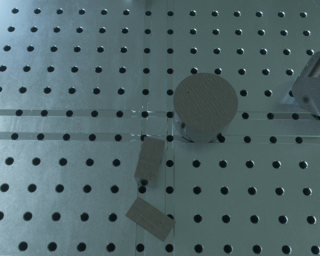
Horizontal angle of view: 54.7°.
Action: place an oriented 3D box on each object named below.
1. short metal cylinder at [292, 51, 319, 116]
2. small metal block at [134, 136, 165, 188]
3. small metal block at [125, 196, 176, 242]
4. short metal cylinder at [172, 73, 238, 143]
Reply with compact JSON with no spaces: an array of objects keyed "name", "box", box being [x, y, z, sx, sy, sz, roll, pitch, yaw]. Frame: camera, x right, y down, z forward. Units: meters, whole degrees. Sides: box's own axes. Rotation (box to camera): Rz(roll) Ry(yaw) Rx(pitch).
[{"name":"short metal cylinder","box":[0.223,-0.056,0.404,0.080,0.080,0.050,34,74,11]},{"name":"small metal block","box":[-0.012,0.044,0.382,0.025,0.050,0.050,12,71,4]},{"name":"small metal block","box":[-0.010,0.107,0.359,0.050,0.050,0.025,32,73,11]},{"name":"short metal cylinder","box":[0.057,-0.025,0.408,0.081,0.050,0.080,0,70,0]}]
